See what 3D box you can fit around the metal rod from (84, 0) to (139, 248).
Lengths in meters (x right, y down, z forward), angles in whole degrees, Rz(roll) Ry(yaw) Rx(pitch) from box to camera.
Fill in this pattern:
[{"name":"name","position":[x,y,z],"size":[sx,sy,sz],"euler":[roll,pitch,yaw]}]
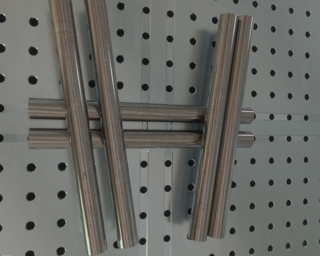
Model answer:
[{"name":"metal rod","position":[-0.057,-0.009,0.365],"size":[0.025,0.025,0.298],"euler":[-8,93,-20]}]

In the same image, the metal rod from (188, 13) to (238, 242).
[{"name":"metal rod","position":[0.071,-0.003,0.413],"size":[0.025,0.025,0.299],"euler":[10,87,-20]}]

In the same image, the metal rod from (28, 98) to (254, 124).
[{"name":"metal rod","position":[-0.009,-0.020,0.409],"size":[0.302,0.025,0.025],"euler":[1,90,-20]}]

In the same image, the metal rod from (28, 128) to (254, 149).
[{"name":"metal rod","position":[-0.009,0.015,0.410],"size":[0.302,0.025,0.025],"euler":[1,90,-20]}]

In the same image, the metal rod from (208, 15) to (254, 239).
[{"name":"metal rod","position":[0.096,-0.004,0.422],"size":[0.025,0.025,0.299],"euler":[10,87,-20]}]

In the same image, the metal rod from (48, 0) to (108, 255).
[{"name":"metal rod","position":[-0.093,-0.006,0.352],"size":[0.025,0.025,0.298],"euler":[-9,93,-20]}]
